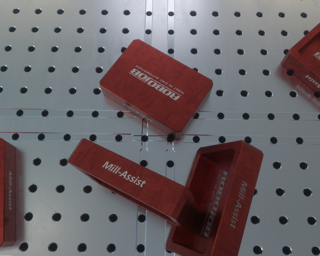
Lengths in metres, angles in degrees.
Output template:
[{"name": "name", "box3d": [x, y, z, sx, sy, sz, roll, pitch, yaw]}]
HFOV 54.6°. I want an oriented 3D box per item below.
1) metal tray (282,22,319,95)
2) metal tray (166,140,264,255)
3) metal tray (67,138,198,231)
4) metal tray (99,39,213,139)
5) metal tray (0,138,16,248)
[{"name": "metal tray", "box3d": [0.255, -0.086, 0.441, 0.090, 0.030, 0.130, -41, 75, -14]}, {"name": "metal tray", "box3d": [0.059, 0.082, 0.345, 0.030, 0.090, 0.130, 28, 70, -19]}, {"name": "metal tray", "box3d": [-0.027, 0.063, 0.340, 0.130, 0.090, 0.030, 23, 72, 21]}, {"name": "metal tray", "box3d": [-0.005, -0.056, 0.430, 0.130, 0.030, 0.090, 32, 73, 11]}, {"name": "metal tray", "box3d": [-0.228, 0.083, 0.378, 0.091, 0.030, 0.130, -9, 70, -3]}]
